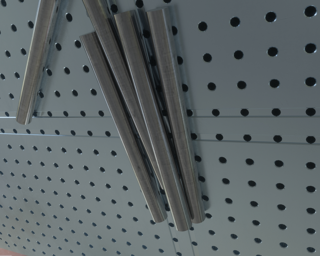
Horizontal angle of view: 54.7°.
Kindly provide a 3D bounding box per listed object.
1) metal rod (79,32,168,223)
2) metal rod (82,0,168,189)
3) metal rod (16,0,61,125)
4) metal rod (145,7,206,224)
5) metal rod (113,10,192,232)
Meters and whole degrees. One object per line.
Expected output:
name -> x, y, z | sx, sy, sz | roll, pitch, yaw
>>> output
metal rod -> -0.044, 0.013, 0.440 | 0.025, 0.025, 0.298 | -5, 116, 30
metal rod -> -0.038, -0.047, 0.400 | 0.025, 0.025, 0.298 | -8, 115, 31
metal rod -> -0.165, -0.113, 0.426 | 0.025, 0.025, 0.298 | 36, 129, 4
metal rod -> 0.026, 0.003, 0.398 | 0.025, 0.025, 0.298 | 2, 119, 27
metal rod -> -0.003, 0.005, 0.399 | 0.025, 0.025, 0.298 | -4, 112, 30
